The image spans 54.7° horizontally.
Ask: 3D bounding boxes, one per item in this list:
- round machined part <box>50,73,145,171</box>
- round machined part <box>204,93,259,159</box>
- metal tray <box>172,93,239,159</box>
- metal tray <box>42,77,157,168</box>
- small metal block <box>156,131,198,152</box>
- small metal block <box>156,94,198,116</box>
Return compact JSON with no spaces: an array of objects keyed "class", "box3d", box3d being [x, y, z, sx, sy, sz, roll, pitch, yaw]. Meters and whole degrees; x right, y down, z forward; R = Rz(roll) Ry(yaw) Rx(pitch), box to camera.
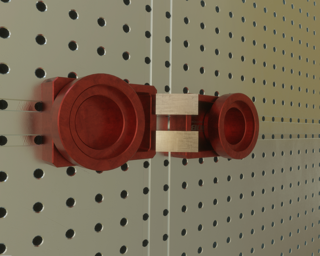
[{"class":"round machined part","box3d":[-0.067,-0.006,0.325,0.099,0.042,0.097,0,90,-40]},{"class":"round machined part","box3d":[0.104,-0.003,0.469,0.099,0.042,0.097,0,90,-40]},{"class":"metal tray","box3d":[0.076,-0.002,0.470,0.131,0.030,0.089,1,90,-40]},{"class":"metal tray","box3d":[-0.064,-0.007,0.354,0.131,0.030,0.089,-1,93,-40]},{"class":"small metal block","box3d":[0.022,0.016,0.392,0.050,0.050,0.025,1,90,4]},{"class":"small metal block","box3d":[0.022,-0.028,0.393,0.050,0.050,0.025,1,90,4]}]
